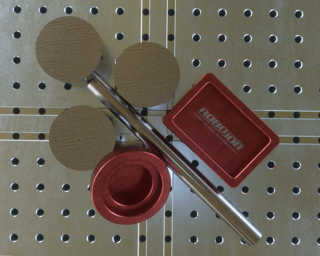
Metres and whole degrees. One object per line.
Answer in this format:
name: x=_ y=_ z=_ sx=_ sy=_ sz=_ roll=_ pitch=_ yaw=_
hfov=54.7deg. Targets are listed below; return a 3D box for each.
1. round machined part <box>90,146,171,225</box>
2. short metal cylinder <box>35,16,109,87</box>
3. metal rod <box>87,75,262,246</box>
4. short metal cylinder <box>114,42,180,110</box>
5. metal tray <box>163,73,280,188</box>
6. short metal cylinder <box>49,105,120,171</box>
round machined part: x=-0.039 y=0.069 z=0.394 sx=0.099 sy=0.042 sz=0.097 roll=-5 pitch=107 yaw=-18
short metal cylinder: x=-0.110 y=-0.096 z=0.400 sx=0.081 sy=0.050 sz=0.080 roll=0 pitch=90 yaw=0
metal rod: x=0.019 y=0.043 z=0.414 sx=0.300 sy=0.025 sz=0.025 roll=44 pitch=90 yaw=0
short metal cylinder: x=-0.016 y=-0.065 z=0.400 sx=0.081 sy=0.050 sz=0.080 roll=0 pitch=90 yaw=0
metal tray: x=0.079 y=0.003 z=0.410 sx=0.130 sy=0.030 sz=0.090 roll=44 pitch=90 yaw=0
short metal cylinder: x=-0.094 y=0.012 z=0.400 sx=0.081 sy=0.050 sz=0.080 roll=0 pitch=90 yaw=0
